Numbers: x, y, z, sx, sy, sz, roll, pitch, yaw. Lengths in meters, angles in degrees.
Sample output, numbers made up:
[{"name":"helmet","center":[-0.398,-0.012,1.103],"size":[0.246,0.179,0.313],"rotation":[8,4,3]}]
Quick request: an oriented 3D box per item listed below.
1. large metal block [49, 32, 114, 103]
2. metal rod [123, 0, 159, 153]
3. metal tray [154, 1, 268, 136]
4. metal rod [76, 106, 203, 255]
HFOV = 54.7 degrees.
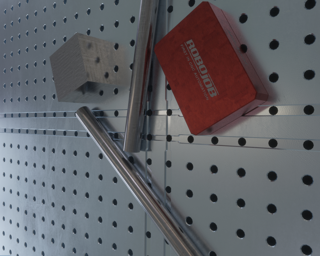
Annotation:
[{"name":"large metal block","center":[-0.127,-0.093,0.498],"size":[0.080,0.050,0.080],"rotation":[-24,75,37]},{"name":"metal rod","center":[-0.021,-0.114,0.426],"size":[0.025,0.025,0.298],"rotation":[13,98,39]},{"name":"metal tray","center":[0.054,-0.067,0.362],"size":[0.090,0.030,0.130],"rotation":[-35,69,34]},{"name":"metal rod","center":[-0.041,0.071,0.442],"size":[0.300,0.025,0.025],"rotation":[48,118,29]}]
